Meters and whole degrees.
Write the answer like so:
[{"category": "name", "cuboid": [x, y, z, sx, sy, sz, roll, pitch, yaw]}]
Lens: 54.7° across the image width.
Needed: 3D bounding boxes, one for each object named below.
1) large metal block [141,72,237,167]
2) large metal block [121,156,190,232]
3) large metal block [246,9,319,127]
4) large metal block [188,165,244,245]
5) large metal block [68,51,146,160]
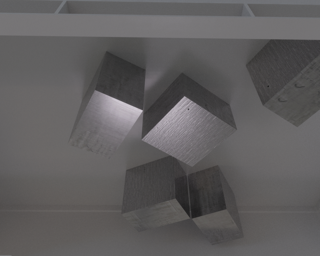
[{"category": "large metal block", "cuboid": [0.034, -0.008, 0.386, 0.080, 0.050, 0.080, 30, 124, -23]}, {"category": "large metal block", "cuboid": [-0.005, 0.095, 0.454, 0.080, 0.080, 0.050, -20, 127, 16]}, {"category": "large metal block", "cuboid": [0.144, -0.062, 0.321, 0.050, 0.080, 0.080, 27, 125, -21]}, {"category": "large metal block", "cuboid": [0.084, 0.118, 0.474, 0.050, 0.080, 0.080, -21, 127, 17]}, {"category": "large metal block", "cuboid": [-0.058, -0.026, 0.350, 0.050, 0.080, 0.080, 23, 126, -18]}]
